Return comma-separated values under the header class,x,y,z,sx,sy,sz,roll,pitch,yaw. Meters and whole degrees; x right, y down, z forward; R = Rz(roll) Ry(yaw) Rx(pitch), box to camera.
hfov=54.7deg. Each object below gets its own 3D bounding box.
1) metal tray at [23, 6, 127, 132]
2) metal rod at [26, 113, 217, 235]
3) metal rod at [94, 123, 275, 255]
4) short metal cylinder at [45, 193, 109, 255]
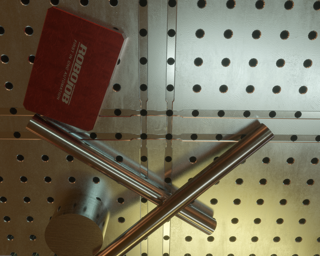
class,x,y,z,sx,sy,sz,roll,pitch,yaw
metal tray,-0.106,-0.070,0.384,0.090,0.030,0.129,20,109,-8
metal rod,-0.046,0.071,0.438,0.301,0.025,0.025,33,107,-12
metal rod,0.029,0.097,0.425,0.300,0.025,0.025,-39,106,3
short metal cylinder,-0.119,0.143,0.452,0.081,0.050,0.079,0,110,0
